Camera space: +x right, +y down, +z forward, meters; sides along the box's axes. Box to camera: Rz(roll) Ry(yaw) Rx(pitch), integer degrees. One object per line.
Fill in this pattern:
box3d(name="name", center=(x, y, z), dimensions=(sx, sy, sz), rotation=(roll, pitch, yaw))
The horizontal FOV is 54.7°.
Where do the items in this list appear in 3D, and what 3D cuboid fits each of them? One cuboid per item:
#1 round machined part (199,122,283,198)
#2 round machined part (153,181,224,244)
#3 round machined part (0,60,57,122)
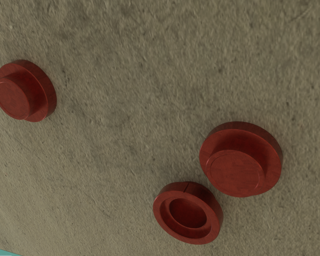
box3d(name="round machined part", center=(0.094, 0.045, 0.373), dimensions=(0.098, 0.042, 0.097), rotation=(13, 124, 20))
box3d(name="round machined part", center=(0.043, 0.116, 0.444), dimensions=(0.098, 0.042, 0.097), rotation=(13, 124, 20))
box3d(name="round machined part", center=(-0.212, -0.051, 0.473), dimensions=(0.098, 0.042, 0.097), rotation=(13, 124, 20))
